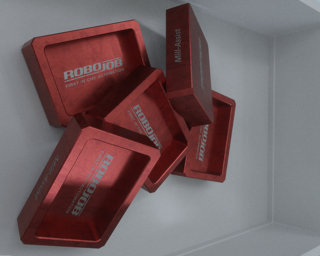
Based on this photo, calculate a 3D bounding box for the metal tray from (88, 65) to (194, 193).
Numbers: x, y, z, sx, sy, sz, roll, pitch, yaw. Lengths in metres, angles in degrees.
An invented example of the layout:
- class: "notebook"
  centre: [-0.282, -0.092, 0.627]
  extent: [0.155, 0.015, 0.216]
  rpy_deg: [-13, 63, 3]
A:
- class: "metal tray"
  centre: [-0.015, 0.004, 0.363]
  extent: [0.090, 0.030, 0.130]
  rpy_deg: [-47, 133, -22]

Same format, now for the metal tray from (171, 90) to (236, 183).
- class: "metal tray"
  centre: [0.066, 0.011, 0.459]
  extent: [0.091, 0.030, 0.129]
  rpy_deg: [16, 80, -39]

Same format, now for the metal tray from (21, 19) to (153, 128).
- class: "metal tray"
  centre: [-0.070, -0.063, 0.343]
  extent: [0.131, 0.030, 0.089]
  rpy_deg: [-26, 107, -37]

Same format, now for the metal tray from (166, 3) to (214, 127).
- class: "metal tray"
  centre: [0.038, -0.077, 0.390]
  extent: [0.090, 0.030, 0.130]
  rpy_deg: [44, 41, -56]

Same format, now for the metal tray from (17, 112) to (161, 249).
- class: "metal tray"
  centre: [-0.069, 0.058, 0.307]
  extent: [0.091, 0.030, 0.129]
  rpy_deg: [22, 105, -38]
